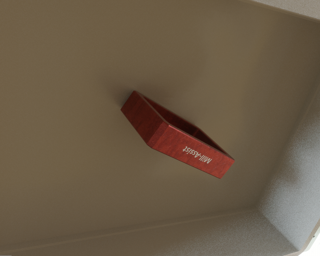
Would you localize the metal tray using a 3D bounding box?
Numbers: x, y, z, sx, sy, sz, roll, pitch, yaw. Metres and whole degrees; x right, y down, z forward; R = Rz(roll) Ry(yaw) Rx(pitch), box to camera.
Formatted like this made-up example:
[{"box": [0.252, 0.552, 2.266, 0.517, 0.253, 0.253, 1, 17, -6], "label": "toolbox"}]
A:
[{"box": [0.023, 0.009, 0.382, 0.131, 0.090, 0.030, 27, 103, -38], "label": "metal tray"}]
